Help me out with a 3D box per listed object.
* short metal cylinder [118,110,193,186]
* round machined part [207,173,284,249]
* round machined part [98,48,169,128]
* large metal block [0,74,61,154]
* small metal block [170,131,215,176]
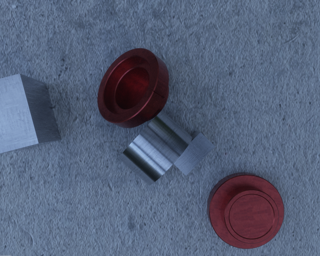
[{"bbox_3d":[-0.006,0.024,0.382,0.050,0.080,0.080,42,90,-1],"label":"short metal cylinder"},{"bbox_3d":[0.113,0.109,0.403,0.099,0.042,0.097,0,90,-1],"label":"round machined part"},{"bbox_3d":[-0.028,-0.045,0.384,0.098,0.042,0.098,-16,62,33],"label":"round machined part"},{"bbox_3d":[-0.168,-0.015,0.380,0.050,0.080,0.080,-15,90,0],"label":"large metal block"},{"bbox_3d":[0.040,0.031,0.398,0.050,0.050,0.025,-45,92,0],"label":"small metal block"}]
